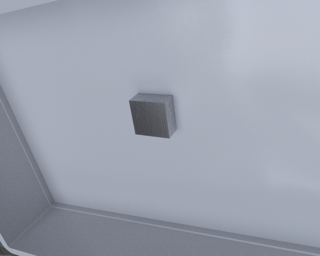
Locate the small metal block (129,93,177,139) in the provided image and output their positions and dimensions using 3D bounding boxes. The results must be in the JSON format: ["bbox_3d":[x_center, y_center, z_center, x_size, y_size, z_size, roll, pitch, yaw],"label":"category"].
[{"bbox_3d":[-0.008,-0.017,0.403,0.050,0.025,0.050,6,121,25],"label":"small metal block"}]
